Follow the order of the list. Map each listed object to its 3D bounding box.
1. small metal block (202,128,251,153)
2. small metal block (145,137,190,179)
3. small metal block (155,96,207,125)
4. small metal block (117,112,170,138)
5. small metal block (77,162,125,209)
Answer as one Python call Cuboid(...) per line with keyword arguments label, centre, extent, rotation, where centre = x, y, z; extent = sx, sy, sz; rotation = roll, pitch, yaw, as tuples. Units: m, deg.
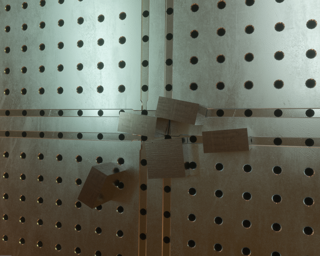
Cuboid(label="small metal block", centre=(0.081, 0.014, 0.370), extent=(0.050, 0.050, 0.025), rotation=(-5, 88, 19))
Cuboid(label="small metal block", centre=(0.010, 0.039, 0.408), extent=(0.050, 0.025, 0.050), rotation=(-6, 88, 19))
Cuboid(label="small metal block", centre=(0.028, -0.021, 0.389), extent=(0.050, 0.050, 0.025), rotation=(13, 95, 19))
Cuboid(label="small metal block", centre=(-0.020, -0.005, 0.406), extent=(0.050, 0.050, 0.025), rotation=(9, 93, 19))
Cuboid(label="small metal block", centre=(-0.080, 0.077, 0.426), extent=(0.025, 0.050, 0.050), rotation=(28, 99, 17))
